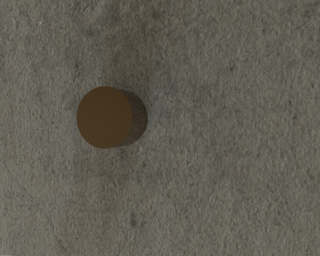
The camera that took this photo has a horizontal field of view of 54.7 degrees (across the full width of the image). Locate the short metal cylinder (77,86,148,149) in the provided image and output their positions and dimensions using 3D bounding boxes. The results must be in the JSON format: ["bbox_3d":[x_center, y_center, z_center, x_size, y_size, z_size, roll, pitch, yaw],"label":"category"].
[{"bbox_3d":[-0.063,-0.014,0.417,0.080,0.050,0.079,0,90,19],"label":"short metal cylinder"}]
